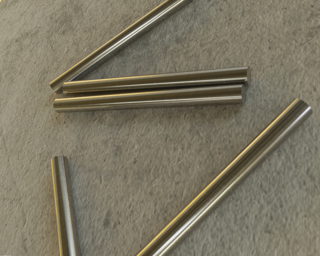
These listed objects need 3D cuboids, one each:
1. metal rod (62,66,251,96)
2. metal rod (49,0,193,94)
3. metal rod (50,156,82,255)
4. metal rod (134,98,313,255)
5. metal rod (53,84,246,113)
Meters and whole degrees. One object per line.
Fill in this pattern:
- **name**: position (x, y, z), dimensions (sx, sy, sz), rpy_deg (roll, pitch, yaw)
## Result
- **metal rod**: position (-0.022, -0.065, 0.454), dimensions (0.300, 0.025, 0.025), rpy_deg (0, 62, 28)
- **metal rod**: position (-0.059, -0.152, 0.525), dimensions (0.300, 0.025, 0.025), rpy_deg (-34, 52, 5)
- **metal rod**: position (-0.102, 0.159, 0.358), dimensions (0.025, 0.025, 0.299), rpy_deg (-29, 52, 10)
- **metal rod**: position (0.047, 0.080, 0.329), dimensions (0.300, 0.025, 0.025), rpy_deg (-44, 51, -3)
- **metal rod**: position (-0.032, -0.039, 0.443), dimensions (0.300, 0.025, 0.025), rpy_deg (-1, 61, 27)
